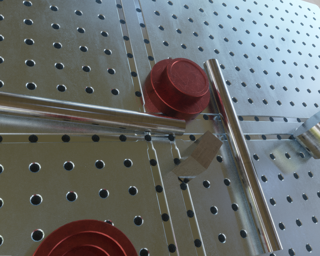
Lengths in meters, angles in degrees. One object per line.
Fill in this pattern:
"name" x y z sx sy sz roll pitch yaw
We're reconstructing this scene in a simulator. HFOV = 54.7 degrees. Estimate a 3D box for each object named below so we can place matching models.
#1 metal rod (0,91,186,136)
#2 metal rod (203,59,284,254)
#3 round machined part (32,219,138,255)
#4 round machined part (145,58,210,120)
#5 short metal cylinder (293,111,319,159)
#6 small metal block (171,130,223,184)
"metal rod" -0.107 -0.019 0.361 0.302 0.025 0.025 7 59 -24
"metal rod" 0.114 0.024 0.454 0.025 0.025 0.299 2 61 -27
"round machined part" -0.069 0.136 0.277 0.099 0.042 0.098 14 56 -21
"round machined part" 0.032 -0.063 0.453 0.099 0.042 0.098 14 56 -21
"short metal cylinder" 0.272 0.007 0.515 0.050 0.080 0.080 49 51 6
"small metal block" 0.047 0.037 0.395 0.025 0.050 0.050 41 51 0
